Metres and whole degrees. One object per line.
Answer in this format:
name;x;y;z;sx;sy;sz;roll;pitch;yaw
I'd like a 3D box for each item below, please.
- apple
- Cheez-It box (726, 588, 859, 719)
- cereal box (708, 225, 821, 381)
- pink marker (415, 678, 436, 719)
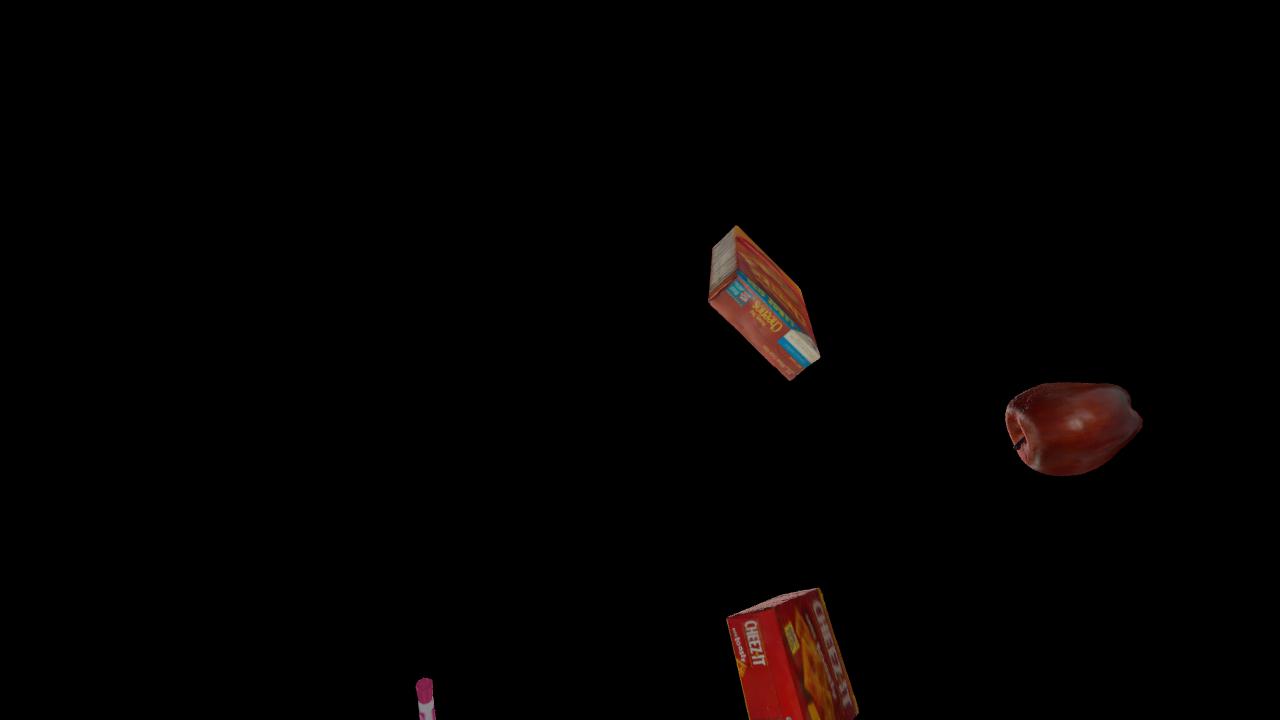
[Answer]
apple;0.359;0.057;0.515;0.093;0.079;0.079;-20;-4;10
Cheez-It box;0.196;0.387;0.771;0.071;0.166;0.223;-22;-22;24
cereal box;0.222;-0.116;1.125;0.081;0.203;0.306;-42;14;24
pink marker;-0.250;0.421;0.724;0.020;0.121;0.020;4;23;-2
